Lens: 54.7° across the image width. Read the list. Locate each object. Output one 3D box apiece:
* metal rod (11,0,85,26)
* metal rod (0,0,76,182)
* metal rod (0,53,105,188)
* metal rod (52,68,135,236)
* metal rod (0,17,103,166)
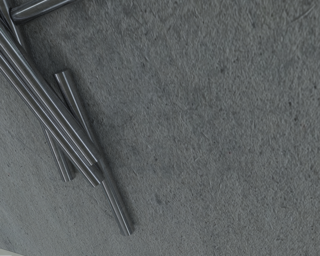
[{"bbox_3d":[-0.059,-0.164,0.336,0.300,0.025,0.025,-6,115,31],"label":"metal rod"},{"bbox_3d":[-0.185,-0.043,0.477,0.025,0.025,0.298,4,120,26],"label":"metal rod"},{"bbox_3d":[-0.178,-0.037,0.444,0.025,0.025,0.299,-26,105,37],"label":"metal rod"},{"bbox_3d":[-0.097,0.052,0.489,0.025,0.025,0.298,-3,117,30],"label":"metal rod"},{"bbox_3d":[-0.176,-0.073,0.420,0.025,0.025,0.299,-25,105,37],"label":"metal rod"}]
